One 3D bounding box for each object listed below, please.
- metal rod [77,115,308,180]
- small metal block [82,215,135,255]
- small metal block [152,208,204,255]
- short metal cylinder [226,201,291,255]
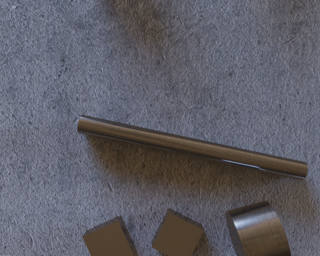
[{"bbox_3d":[0.043,0.026,0.410,0.302,0.025,0.025,12,90,-1],"label":"metal rod"},{"bbox_3d":[-0.066,0.152,0.409,0.050,0.025,0.050,-24,90,-1],"label":"small metal block"},{"bbox_3d":[0.023,0.142,0.410,0.050,0.025,0.050,27,90,-1],"label":"small metal block"},{"bbox_3d":[0.119,0.136,0.384,0.050,0.080,0.080,-15,90,0],"label":"short metal cylinder"}]
